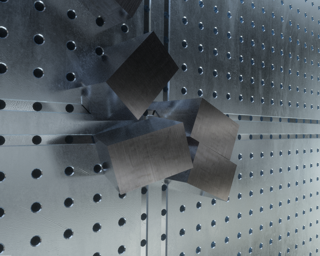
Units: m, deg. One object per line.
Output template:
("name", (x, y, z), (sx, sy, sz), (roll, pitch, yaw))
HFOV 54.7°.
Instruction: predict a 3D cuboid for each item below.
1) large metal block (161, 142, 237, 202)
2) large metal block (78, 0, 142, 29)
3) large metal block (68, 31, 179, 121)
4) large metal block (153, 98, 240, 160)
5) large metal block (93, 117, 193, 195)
("large metal block", (0.040, 0.055, 0.409), (0.080, 0.080, 0.050), (31, 71, -36))
("large metal block", (-0.057, -0.175, 0.346), (0.080, 0.050, 0.080), (38, 67, -34))
("large metal block", (-0.040, -0.054, 0.341), (0.050, 0.080, 0.080), (52, 60, -28))
("large metal block", (0.044, 0.003, 0.413), (0.080, 0.080, 0.050), (30, 71, -37))
("large metal block", (-0.022, 0.025, 0.343), (0.081, 0.080, 0.050), (-17, 102, -19))
